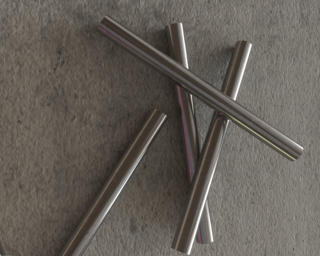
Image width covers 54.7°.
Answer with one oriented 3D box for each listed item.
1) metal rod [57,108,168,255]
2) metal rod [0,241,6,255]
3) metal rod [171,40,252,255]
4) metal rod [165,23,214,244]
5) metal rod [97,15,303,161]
[{"bbox_3d":[-0.078,0.105,0.380,0.025,0.025,0.300,36,78,-17],"label":"metal rod"},{"bbox_3d":[-0.213,0.058,0.330,0.025,0.025,0.298,-21,97,-19],"label":"metal rod"},{"bbox_3d":[0.074,0.014,0.416,0.025,0.025,0.299,25,73,-19],"label":"metal rod"},{"bbox_3d":[0.041,0.010,0.425,0.025,0.025,0.298,-10,94,-20],"label":"metal rod"},{"bbox_3d":[0.055,-0.048,0.397,0.301,0.025,0.025,33,79,-5],"label":"metal rod"}]
